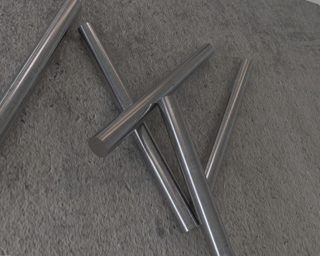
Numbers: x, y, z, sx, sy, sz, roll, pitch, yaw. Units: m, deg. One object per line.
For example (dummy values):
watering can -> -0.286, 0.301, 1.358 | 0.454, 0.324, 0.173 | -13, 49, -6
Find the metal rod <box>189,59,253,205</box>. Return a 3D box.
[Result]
metal rod -> 0.099, -0.010, 0.462 | 0.025, 0.025, 0.301 | 33, 51, -7

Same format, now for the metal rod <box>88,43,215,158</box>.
metal rod -> 0.010, -0.056, 0.419 | 0.025, 0.025, 0.301 | 43, 44, 1

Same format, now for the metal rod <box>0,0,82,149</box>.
metal rod -> -0.152, -0.059, 0.357 | 0.025, 0.025, 0.300 | 24, 53, -14

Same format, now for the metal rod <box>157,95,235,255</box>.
metal rod -> 0.056, 0.103, 0.343 | 0.025, 0.025, 0.299 | -11, 76, -33

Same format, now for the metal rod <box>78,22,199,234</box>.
metal rod -> -0.034, -0.012, 0.392 | 0.025, 0.025, 0.299 | -18, 71, -35
